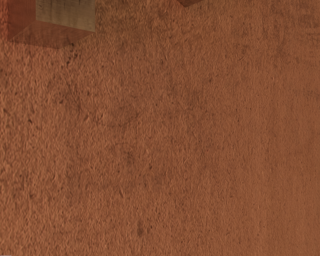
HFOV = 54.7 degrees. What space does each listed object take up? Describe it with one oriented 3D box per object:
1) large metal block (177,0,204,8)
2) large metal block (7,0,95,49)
[{"bbox_3d":[0.036,-0.227,0.417,0.080,0.050,0.080,27,73,-37],"label":"large metal block"},{"bbox_3d":[-0.102,-0.123,0.283,0.050,0.080,0.079,-1,91,-40],"label":"large metal block"}]
